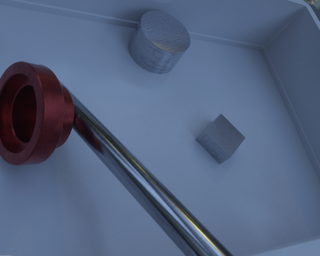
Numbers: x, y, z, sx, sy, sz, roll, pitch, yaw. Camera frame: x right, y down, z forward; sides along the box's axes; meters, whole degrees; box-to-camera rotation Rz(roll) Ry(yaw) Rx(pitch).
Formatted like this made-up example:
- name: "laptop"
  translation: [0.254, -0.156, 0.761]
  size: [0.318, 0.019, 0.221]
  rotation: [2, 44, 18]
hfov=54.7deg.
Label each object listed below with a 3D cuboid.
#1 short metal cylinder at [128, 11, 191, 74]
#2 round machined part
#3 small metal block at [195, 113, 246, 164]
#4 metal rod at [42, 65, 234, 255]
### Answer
- name: "short metal cylinder"
  translation: [-0.001, -0.129, 0.469]
  size: [0.081, 0.050, 0.080]
  rotation: [14, 56, -21]
- name: "round machined part"
  translation: [-0.123, -0.013, 0.306]
  size: [0.042, 0.098, 0.098]
  rotation: [4, 58, -52]
- name: "small metal block"
  translation: [0.087, 0.015, 0.445]
  size: [0.050, 0.025, 0.050]
  rotation: [46, 51, 3]
- name: "metal rod"
  translation: [-0.049, 0.018, 0.290]
  size: [0.025, 0.025, 0.300]
  rotation: [-22, 49, -36]
